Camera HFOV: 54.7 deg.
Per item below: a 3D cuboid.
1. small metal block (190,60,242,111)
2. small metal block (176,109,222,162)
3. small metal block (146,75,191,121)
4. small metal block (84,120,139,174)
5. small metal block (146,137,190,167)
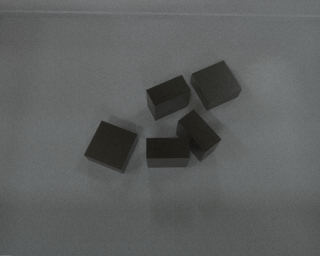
[{"bbox_3d":[0.077,-0.059,0.432,0.050,0.025,0.050,-24,72,-9],"label":"small metal block"},{"bbox_3d":[0.047,0.011,0.393,0.025,0.050,0.050,-37,75,-12],"label":"small metal block"},{"bbox_3d":[0.011,-0.039,0.411,0.050,0.050,0.025,-24,72,-9],"label":"small metal block"},{"bbox_3d":[-0.061,0.025,0.400,0.050,0.025,0.050,21,71,7],"label":"small metal block"},{"bbox_3d":[0.009,0.032,0.385,0.050,0.050,0.025,-1,70,-1],"label":"small metal block"}]
